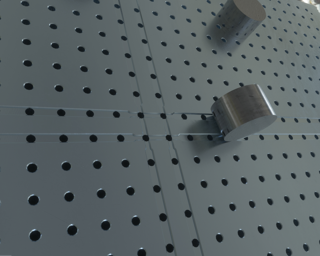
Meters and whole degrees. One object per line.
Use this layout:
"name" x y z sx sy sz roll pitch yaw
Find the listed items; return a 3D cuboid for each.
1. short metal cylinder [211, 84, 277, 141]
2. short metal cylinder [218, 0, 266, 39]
"short metal cylinder" 0.122 -0.021 0.453 0.081 0.080 0.050 -7 66 -32
"short metal cylinder" 0.164 -0.227 0.622 0.081 0.050 0.080 14 56 -21
